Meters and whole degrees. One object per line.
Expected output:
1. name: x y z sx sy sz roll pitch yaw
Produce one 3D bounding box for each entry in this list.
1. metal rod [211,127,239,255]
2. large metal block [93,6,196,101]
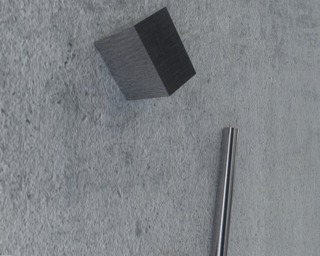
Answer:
1. metal rod: 0.099 0.148 0.490 0.025 0.025 0.298 12 83 -40
2. large metal block: -0.018 -0.081 0.356 0.050 0.080 0.080 -43 117 -32
